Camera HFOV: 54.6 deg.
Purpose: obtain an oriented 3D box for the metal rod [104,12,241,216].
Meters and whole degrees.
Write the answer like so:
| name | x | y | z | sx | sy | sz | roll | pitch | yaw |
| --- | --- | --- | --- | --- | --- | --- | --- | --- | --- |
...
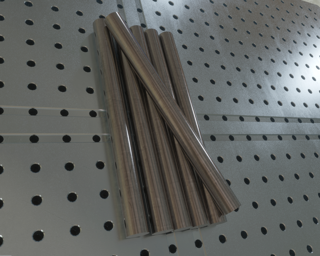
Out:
| name | x | y | z | sx | sy | sz | roll | pitch | yaw |
| --- | --- | --- | --- | --- | --- | --- | --- | --- | --- |
| metal rod | 0.009 | -0.028 | 0.397 | 0.025 | 0.025 | 0.299 | -21 | 73 | -36 |

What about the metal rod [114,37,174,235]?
| name | x | y | z | sx | sy | sz | roll | pitch | yaw |
| --- | --- | --- | --- | --- | --- | --- | --- | --- | --- |
| metal rod | -0.028 | -0.018 | 0.402 | 0.025 | 0.025 | 0.299 | 1 | 61 | -28 |

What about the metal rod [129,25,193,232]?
| name | x | y | z | sx | sy | sz | roll | pitch | yaw |
| --- | --- | --- | --- | --- | --- | --- | --- | --- | --- |
| metal rod | -0.006 | -0.017 | 0.414 | 0.025 | 0.025 | 0.299 | 1 | 61 | -28 |

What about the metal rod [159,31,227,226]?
| name | x | y | z | sx | sy | sz | roll | pitch | yaw |
| --- | --- | --- | --- | --- | --- | --- | --- | --- | --- |
| metal rod | 0.039 | -0.016 | 0.439 | 0.025 | 0.025 | 0.299 | 1 | 61 | -28 |

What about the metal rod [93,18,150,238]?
| name | x | y | z | sx | sy | sz | roll | pitch | yaw |
| --- | --- | --- | --- | --- | --- | --- | --- | --- | --- |
| metal rod | -0.054 | -0.019 | 0.389 | 0.025 | 0.025 | 0.299 | 1 | 61 | -28 |

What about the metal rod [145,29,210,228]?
| name | x | y | z | sx | sy | sz | roll | pitch | yaw |
| --- | --- | --- | --- | --- | --- | --- | --- | --- | --- |
| metal rod | 0.016 | -0.016 | 0.427 | 0.025 | 0.025 | 0.299 | 1 | 61 | -28 |
